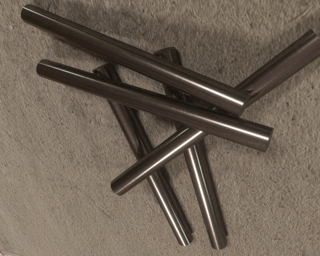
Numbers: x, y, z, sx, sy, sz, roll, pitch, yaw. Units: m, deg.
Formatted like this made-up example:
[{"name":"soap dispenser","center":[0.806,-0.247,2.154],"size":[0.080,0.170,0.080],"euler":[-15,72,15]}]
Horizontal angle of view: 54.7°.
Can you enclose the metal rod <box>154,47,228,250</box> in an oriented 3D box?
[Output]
[{"name":"metal rod","center":[0.047,0.043,0.407],"size":[0.025,0.025,0.298],"euler":[-4,117,30]}]

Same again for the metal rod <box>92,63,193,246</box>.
[{"name":"metal rod","center":[-0.017,0.050,0.445],"size":[0.025,0.025,0.299],"euler":[-12,113,33]}]

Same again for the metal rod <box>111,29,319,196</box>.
[{"name":"metal rod","center":[0.044,0.001,0.355],"size":[0.299,0.025,0.025],"euler":[-39,97,29]}]

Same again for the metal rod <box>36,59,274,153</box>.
[{"name":"metal rod","center":[-0.026,-0.034,0.354],"size":[0.301,0.025,0.025],"euler":[20,126,24]}]

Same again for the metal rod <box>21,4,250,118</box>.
[{"name":"metal rod","center":[-0.044,-0.085,0.351],"size":[0.301,0.025,0.025],"euler":[27,128,20]}]
